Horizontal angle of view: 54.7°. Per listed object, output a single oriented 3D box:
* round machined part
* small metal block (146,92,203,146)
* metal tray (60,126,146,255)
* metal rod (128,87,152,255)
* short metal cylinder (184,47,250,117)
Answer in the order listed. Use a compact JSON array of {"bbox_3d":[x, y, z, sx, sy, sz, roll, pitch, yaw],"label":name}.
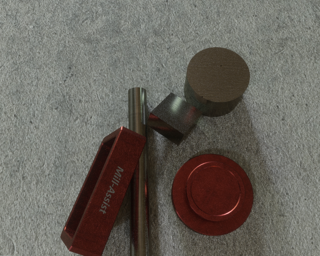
[{"bbox_3d":[0.063,0.078,0.372,0.099,0.042,0.098,0,70,-1],"label":"round machined part"},{"bbox_3d":[0.019,-0.012,0.404,0.050,0.025,0.050,34,50,11],"label":"small metal block"},{"bbox_3d":[-0.065,0.068,0.345,0.030,0.090,0.130,27,70,-17],"label":"metal tray"},{"bbox_3d":[-0.024,0.090,0.374,0.025,0.025,0.299,-2,70,-1],"label":"metal rod"},{"bbox_3d":[0.074,-0.061,0.418,0.081,0.050,0.080,0,70,0],"label":"short metal cylinder"}]
